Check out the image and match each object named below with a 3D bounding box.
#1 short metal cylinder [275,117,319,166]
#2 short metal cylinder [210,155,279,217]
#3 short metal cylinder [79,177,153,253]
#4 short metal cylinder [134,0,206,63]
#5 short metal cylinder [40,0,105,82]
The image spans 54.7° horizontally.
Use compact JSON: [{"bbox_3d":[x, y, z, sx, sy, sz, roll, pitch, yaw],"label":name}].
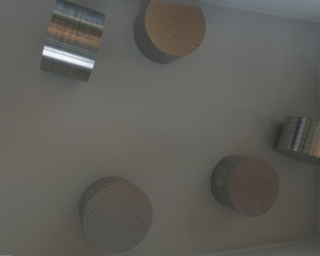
[{"bbox_3d":[0.221,0.021,0.462,0.080,0.080,0.050,22,83,-19],"label":"short metal cylinder"},{"bbox_3d":[0.120,0.080,0.441,0.081,0.050,0.080,0,90,-20],"label":"short metal cylinder"},{"bbox_3d":[-0.055,0.103,0.377,0.081,0.050,0.080,0,90,-20],"label":"short metal cylinder"},{"bbox_3d":[0.011,-0.128,0.401,0.081,0.050,0.080,0,90,-20],"label":"short metal cylinder"},{"bbox_3d":[-0.097,-0.096,0.345,0.050,0.080,0.080,14,86,-20],"label":"short metal cylinder"}]
